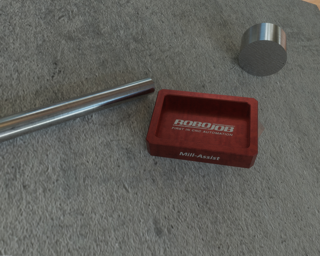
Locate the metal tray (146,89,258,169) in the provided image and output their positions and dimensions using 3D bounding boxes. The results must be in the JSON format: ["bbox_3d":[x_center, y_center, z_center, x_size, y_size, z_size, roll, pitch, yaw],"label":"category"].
[{"bbox_3d":[0.055,-0.002,0.395,0.131,0.030,0.090,7,54,8],"label":"metal tray"}]

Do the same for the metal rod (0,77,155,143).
[{"bbox_3d":[-0.128,-0.012,0.342,0.302,0.025,0.025,-22,74,-36],"label":"metal rod"}]

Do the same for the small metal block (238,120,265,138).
[{"bbox_3d":[0.113,0.012,0.441,0.025,0.050,0.050,53,51,-6],"label":"small metal block"}]

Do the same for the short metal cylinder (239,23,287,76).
[{"bbox_3d":[0.185,-0.139,0.556,0.080,0.080,0.050,26,53,-13],"label":"short metal cylinder"}]
